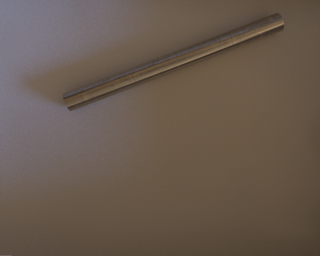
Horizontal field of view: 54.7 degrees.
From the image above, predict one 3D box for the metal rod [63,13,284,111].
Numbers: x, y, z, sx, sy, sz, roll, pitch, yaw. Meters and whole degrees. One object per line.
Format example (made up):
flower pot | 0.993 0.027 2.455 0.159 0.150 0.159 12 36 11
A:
metal rod | 0.018 -0.088 0.411 0.301 0.025 0.025 -21 90 -1
